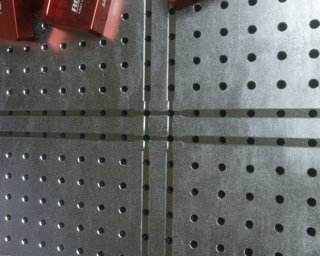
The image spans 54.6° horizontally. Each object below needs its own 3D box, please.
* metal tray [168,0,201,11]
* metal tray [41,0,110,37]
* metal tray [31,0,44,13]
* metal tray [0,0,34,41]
[{"bbox_3d":[0.038,-0.232,0.397,0.090,0.030,0.129,-19,84,19],"label":"metal tray"},{"bbox_3d":[-0.115,-0.207,0.451,0.090,0.030,0.129,17,96,19],"label":"metal tray"},{"bbox_3d":[-0.225,-0.248,0.490,0.090,0.030,0.129,-17,84,19],"label":"metal tray"},{"bbox_3d":[-0.258,-0.187,0.480,0.130,0.030,0.089,13,114,25],"label":"metal tray"}]
